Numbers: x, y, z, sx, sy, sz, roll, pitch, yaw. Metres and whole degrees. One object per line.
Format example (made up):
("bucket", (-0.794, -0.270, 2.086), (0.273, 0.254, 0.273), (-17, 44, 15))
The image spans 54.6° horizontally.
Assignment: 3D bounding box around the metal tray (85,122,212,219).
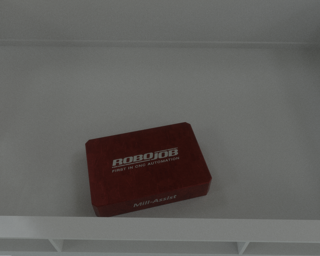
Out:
("metal tray", (-0.016, 0.046, 0.364), (0.131, 0.030, 0.090), (-10, 51, -9))
